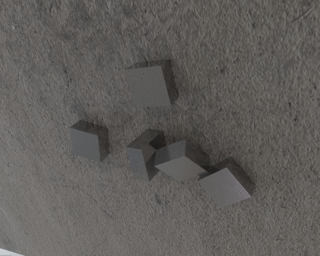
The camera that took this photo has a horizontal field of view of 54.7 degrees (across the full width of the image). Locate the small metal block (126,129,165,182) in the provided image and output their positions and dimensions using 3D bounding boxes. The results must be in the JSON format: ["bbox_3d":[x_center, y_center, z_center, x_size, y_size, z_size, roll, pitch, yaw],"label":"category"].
[{"bbox_3d":[-0.016,0.036,0.420,0.025,0.050,0.050,7,122,32],"label":"small metal block"}]

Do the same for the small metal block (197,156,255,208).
[{"bbox_3d":[0.087,0.072,0.406,0.050,0.025,0.050,49,129,-7],"label":"small metal block"}]

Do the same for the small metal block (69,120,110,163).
[{"bbox_3d":[-0.107,0.020,0.476,0.050,0.025,0.050,15,125,20],"label":"small metal block"}]

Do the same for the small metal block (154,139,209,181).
[{"bbox_3d":[0.029,0.043,0.405,0.050,0.025,0.050,-24,134,36],"label":"small metal block"}]

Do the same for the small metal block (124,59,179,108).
[{"bbox_3d":[-0.010,-0.054,0.379,0.050,0.025,0.050,-1,118,28],"label":"small metal block"}]
